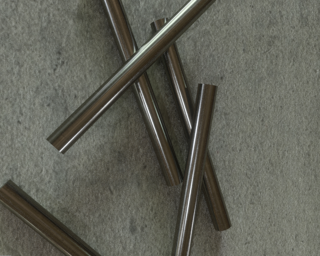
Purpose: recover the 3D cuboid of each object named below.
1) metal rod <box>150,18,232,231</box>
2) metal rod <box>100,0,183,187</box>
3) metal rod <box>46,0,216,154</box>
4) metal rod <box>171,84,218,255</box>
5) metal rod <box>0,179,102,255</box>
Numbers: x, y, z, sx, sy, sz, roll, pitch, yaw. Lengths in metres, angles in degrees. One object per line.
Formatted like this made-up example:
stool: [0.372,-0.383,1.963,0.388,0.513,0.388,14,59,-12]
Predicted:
metal rod: [0.045,0.000,0.426,0.025,0.025,0.298,-20,97,-19]
metal rod: [-0.028,-0.066,0.399,0.025,0.025,0.298,-22,98,-19]
metal rod: [-0.017,-0.087,0.375,0.025,0.025,0.301,46,75,-15]
metal rod: [0.039,0.092,0.407,0.025,0.025,0.298,7,94,-20]
metal rod: [-0.076,0.172,0.381,0.300,0.025,0.025,46,76,-15]
